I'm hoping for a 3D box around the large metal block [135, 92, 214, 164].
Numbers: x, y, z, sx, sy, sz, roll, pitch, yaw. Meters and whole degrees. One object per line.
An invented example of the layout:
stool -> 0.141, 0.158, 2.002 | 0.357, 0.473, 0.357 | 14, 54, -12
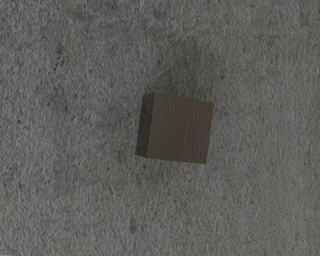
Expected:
large metal block -> 0.018, 0.001, 0.405 | 0.081, 0.050, 0.080 | 8, 87, -20
